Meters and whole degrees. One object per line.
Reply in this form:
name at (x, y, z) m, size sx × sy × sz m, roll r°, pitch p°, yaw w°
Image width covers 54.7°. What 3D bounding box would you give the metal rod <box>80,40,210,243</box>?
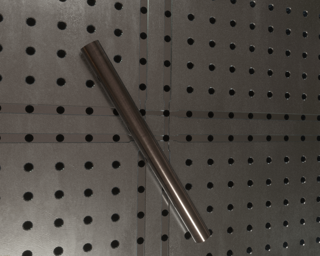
metal rod at (-0.014, 0.025, 0.408) m, size 0.025 × 0.025 × 0.299 m, roll -33°, pitch 101°, yaw -17°
